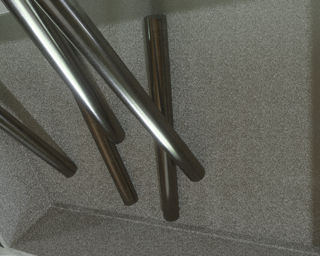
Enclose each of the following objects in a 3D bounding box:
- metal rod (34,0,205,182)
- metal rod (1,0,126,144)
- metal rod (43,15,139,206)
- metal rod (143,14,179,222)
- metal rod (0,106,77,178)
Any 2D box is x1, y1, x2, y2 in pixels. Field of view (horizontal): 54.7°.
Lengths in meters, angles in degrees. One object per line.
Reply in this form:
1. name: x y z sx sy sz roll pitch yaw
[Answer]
1. metal rod: -0.019 -0.023 0.322 0.025 0.025 0.300 -6 142 31
2. metal rod: -0.091 -0.057 0.323 0.025 0.025 0.299 15 157 20
3. metal rod: -0.095 -0.011 0.452 0.025 0.025 0.299 -7 115 31
4. metal rod: 0.006 0.008 0.410 0.025 0.025 0.298 9 123 23
5. metal rod: -0.226 -0.013 0.443 0.025 0.025 0.300 -7 139 31
